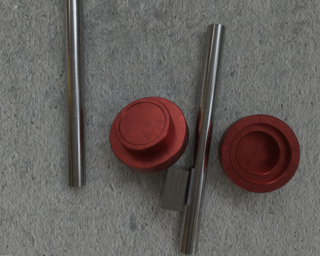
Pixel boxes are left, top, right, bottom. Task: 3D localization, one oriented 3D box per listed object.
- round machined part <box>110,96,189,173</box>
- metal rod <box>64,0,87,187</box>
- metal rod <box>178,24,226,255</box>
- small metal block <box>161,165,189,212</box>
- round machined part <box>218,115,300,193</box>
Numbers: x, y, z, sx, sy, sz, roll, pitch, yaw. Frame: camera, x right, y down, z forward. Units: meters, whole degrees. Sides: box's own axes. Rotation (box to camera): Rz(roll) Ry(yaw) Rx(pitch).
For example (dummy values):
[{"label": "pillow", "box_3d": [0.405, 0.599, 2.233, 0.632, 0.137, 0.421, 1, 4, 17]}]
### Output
[{"label": "round machined part", "box_3d": [-0.016, 0.003, 0.380, 0.098, 0.042, 0.098, -6, 63, 12]}, {"label": "metal rod", "box_3d": [-0.112, -0.074, 0.408, 0.025, 0.025, 0.298, -1, 90, 0]}, {"label": "metal rod", "box_3d": [0.056, 0.014, 0.410, 0.025, 0.025, 0.298, 7, 90, 0]}, {"label": "small metal block", "box_3d": [0.018, 0.074, 0.398, 0.025, 0.050, 0.050, 11, 90, 0]}, {"label": "round machined part", "box_3d": [0.124, 0.032, 0.403, 0.099, 0.042, 0.097, 0, 90, 0]}]
